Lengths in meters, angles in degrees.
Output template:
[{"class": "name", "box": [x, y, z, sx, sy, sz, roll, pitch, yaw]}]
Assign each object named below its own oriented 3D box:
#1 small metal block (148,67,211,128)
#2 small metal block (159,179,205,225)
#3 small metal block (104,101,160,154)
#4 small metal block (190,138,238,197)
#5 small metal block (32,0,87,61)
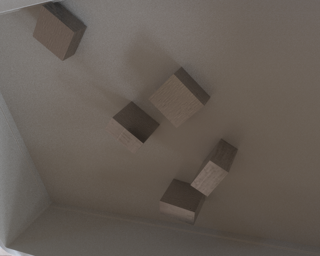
[{"class": "small metal block", "box": [0.023, -0.036, 0.373, 0.050, 0.025, 0.050, 46, 129, -4]}, {"class": "small metal block", "box": [0.033, 0.103, 0.438, 0.050, 0.050, 0.025, 14, 124, 20]}, {"class": "small metal block", "box": [-0.036, -0.001, 0.409, 0.050, 0.050, 0.025, 40, 129, 1]}, {"class": "small metal block", "box": [0.068, 0.049, 0.386, 0.025, 0.050, 0.050, 34, 129, 6]}, {"class": "small metal block", "box": [-0.129, -0.123, 0.396, 0.050, 0.025, 0.050, 40, 132, -2]}]
